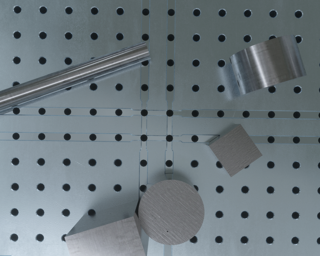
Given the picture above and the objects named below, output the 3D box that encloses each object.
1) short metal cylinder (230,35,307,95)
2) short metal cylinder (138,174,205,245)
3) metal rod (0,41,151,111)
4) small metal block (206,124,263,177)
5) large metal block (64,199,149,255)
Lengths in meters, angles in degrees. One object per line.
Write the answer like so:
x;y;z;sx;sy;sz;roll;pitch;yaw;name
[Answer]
0.133;-0.076;0.387;0.080;0.080;0.050;-17;90;0;short metal cylinder
0.014;0.102;0.401;0.081;0.050;0.080;0;90;-1;short metal cylinder
-0.159;-0.054;0.411;0.301;0.025;0.025;-19;90;0;metal rod
0.098;0.029;0.414;0.050;0.025;0.050;-35;90;0;small metal block
-0.061;0.134;0.385;0.080;0.080;0.050;-17;90;0;large metal block
